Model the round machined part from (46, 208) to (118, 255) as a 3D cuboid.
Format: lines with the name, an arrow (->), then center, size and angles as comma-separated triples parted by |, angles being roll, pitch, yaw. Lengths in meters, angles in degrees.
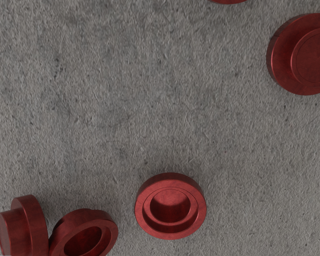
round machined part -> -0.112, 0.154, 0.440 | 0.099, 0.042, 0.097 | -22, 131, -27

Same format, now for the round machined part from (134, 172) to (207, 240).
round machined part -> 0.014, 0.106, 0.440 | 0.099, 0.042, 0.097 | 0, 110, 0

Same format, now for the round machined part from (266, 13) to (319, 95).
round machined part -> 0.183, -0.086, 0.370 | 0.099, 0.042, 0.097 | 0, 110, 0

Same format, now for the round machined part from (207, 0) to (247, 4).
round machined part -> 0.074, -0.185, 0.333 | 0.099, 0.042, 0.097 | 0, 110, 0

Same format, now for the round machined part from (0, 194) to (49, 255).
round machined part -> -0.190, 0.143, 0.420 | 0.042, 0.098, 0.097 | -7, 116, -39
